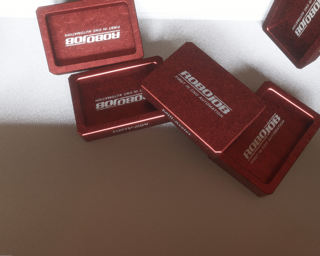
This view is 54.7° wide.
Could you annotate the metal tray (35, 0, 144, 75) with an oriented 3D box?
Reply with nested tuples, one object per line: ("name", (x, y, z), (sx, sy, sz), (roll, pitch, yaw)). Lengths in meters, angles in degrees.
("metal tray", (-0.094, -0.129, 0.432), (0.131, 0.030, 0.089), (-11, 98, -4))

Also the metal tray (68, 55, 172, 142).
("metal tray", (-0.050, -0.041, 0.421), (0.131, 0.030, 0.090), (-14, 71, -5))

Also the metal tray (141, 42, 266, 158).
("metal tray", (0.052, -0.037, 0.388), (0.130, 0.030, 0.090), (43, 75, 14))

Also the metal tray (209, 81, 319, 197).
("metal tray", (0.136, 0.012, 0.403), (0.090, 0.030, 0.130), (38, 74, 13))

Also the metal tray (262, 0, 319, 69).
("metal tray", (0.193, -0.148, 0.409), (0.030, 0.130, 0.090), (-31, 73, -10))
